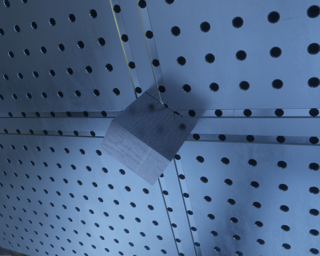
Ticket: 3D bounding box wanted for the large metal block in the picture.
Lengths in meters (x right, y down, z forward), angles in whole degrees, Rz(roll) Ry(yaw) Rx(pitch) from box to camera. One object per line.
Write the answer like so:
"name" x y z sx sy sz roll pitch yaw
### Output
"large metal block" -0.014 0.011 0.390 0.080 0.080 0.050 35 129 4
